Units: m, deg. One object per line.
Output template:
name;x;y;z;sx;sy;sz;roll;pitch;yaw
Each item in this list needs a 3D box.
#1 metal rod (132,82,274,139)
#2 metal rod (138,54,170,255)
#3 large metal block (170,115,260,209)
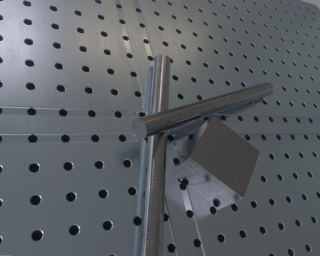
metal rod;0.084;-0.035;0.455;0.302;0.025;0.025;-18;71;-41
metal rod;-0.004;0.023;0.392;0.025;0.025;0.300;16;55;-19
large metal block;0.074;0.044;0.405;0.080;0.050;0.080;38;51;-3
